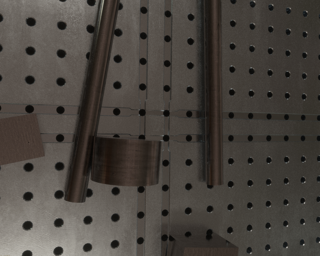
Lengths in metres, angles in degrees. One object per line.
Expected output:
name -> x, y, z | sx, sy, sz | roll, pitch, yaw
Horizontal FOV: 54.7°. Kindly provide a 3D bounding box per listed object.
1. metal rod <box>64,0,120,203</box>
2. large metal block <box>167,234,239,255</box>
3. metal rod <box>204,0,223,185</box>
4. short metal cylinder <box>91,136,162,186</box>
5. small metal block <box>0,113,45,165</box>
metal rod -> -0.079, -0.059, 0.383 | 0.025, 0.025, 0.298 | 10, 86, -20
large metal block -> 0.054, 0.194, 0.421 | 0.081, 0.050, 0.080 | 9, 87, -20
metal rod -> 0.076, -0.069, 0.442 | 0.025, 0.025, 0.298 | -1, 90, -20
short metal cylinder -> -0.040, 0.038, 0.370 | 0.081, 0.080, 0.050 | 5, 89, -20
small metal block -> -0.163, 0.012, 0.353 | 0.050, 0.025, 0.050 | -11, 94, -20
